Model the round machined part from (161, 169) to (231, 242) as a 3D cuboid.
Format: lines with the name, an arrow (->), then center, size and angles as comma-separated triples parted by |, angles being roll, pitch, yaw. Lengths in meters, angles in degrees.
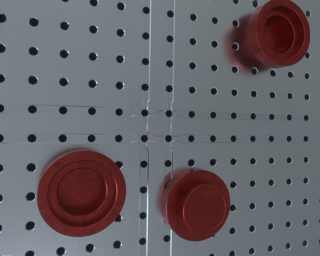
round machined part -> 0.055, 0.107, 0.424 | 0.099, 0.042, 0.097 | 0, 90, -20

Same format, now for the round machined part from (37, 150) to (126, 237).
round machined part -> -0.093, 0.074, 0.369 | 0.099, 0.042, 0.097 | 0, 90, -20

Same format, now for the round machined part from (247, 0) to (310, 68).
round machined part -> 0.172, -0.139, 0.466 | 0.099, 0.042, 0.097 | 0, 90, -20
